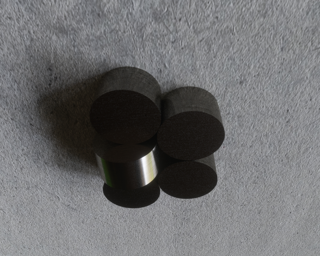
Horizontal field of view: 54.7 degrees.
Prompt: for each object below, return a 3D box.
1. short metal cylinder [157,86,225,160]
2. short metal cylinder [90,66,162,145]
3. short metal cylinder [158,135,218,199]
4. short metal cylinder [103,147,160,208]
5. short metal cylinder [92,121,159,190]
[{"bbox_3d":[0.037,-0.005,0.387,0.081,0.050,0.079,0,131,0],"label":"short metal cylinder"},{"bbox_3d":[-0.039,-0.026,0.369,0.080,0.050,0.079,0,131,1],"label":"short metal cylinder"},{"bbox_3d":[0.038,0.056,0.439,0.080,0.050,0.079,0,131,1],"label":"short metal cylinder"},{"bbox_3d":[-0.039,0.073,0.454,0.080,0.050,0.079,0,131,1],"label":"short metal cylinder"},{"bbox_3d":[-0.042,0.033,0.400,0.080,0.080,0.050,-2,130,2],"label":"short metal cylinder"}]
